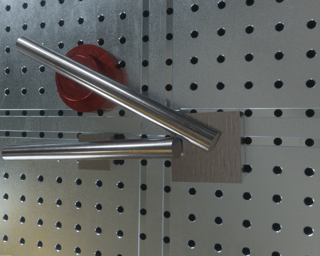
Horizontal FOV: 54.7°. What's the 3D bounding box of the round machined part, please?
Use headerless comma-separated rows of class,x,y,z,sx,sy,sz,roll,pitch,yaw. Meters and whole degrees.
round machined part,-0.107,-0.071,0.440,0.098,0.042,0.097,0,90,19

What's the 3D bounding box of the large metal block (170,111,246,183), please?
large metal block,0.059,0.022,0.375,0.080,0.050,0.079,-2,89,19

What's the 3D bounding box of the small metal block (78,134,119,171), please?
small metal block,-0.088,0.033,0.443,0.050,0.025,0.050,0,90,19

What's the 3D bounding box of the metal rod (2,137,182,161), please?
metal rod,-0.111,0.031,0.421,0.300,0.025,0.025,-4,89,30

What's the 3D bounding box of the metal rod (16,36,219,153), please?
metal rod,-0.067,-0.051,0.384,0.301,0.025,0.025,28,99,20
